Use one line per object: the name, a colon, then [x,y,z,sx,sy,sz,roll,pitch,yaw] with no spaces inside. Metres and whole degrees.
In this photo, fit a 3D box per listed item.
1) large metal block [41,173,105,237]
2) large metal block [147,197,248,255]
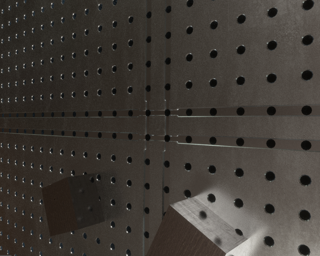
large metal block: [-0.144,0.126,0.509,0.080,0.050,0.080,-25,74,37]
large metal block: [0.040,0.140,0.359,0.080,0.050,0.079,34,111,34]
